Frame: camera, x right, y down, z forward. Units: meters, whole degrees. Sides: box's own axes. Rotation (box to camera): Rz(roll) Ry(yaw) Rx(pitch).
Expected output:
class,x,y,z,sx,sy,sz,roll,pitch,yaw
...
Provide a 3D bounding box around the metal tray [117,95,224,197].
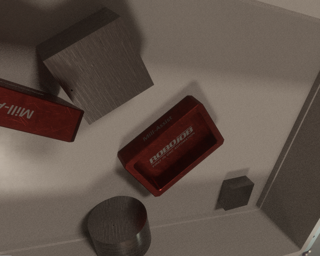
class,x,y,z,sx,sy,sz,roll,pitch,yaw
metal tray,0.018,0.028,0.434,0.130,0.030,0.090,-39,130,-2

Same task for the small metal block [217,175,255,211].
class,x,y,z,sx,sy,sz,roll,pitch,yaw
small metal block,0.137,0.117,0.559,0.050,0.025,0.050,-6,121,-26

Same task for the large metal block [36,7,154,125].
class,x,y,z,sx,sy,sz,roll,pitch,yaw
large metal block,-0.065,-0.064,0.319,0.080,0.050,0.080,-33,129,-7

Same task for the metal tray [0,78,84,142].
class,x,y,z,sx,sy,sz,roll,pitch,yaw
metal tray,-0.144,-0.027,0.268,0.131,0.090,0.030,18,93,-36

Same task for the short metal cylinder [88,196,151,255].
class,x,y,z,sx,sy,sz,roll,pitch,yaw
short metal cylinder,-0.055,0.142,0.432,0.081,0.080,0.050,-19,126,-18
